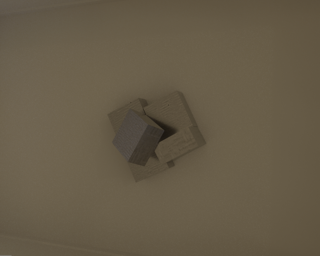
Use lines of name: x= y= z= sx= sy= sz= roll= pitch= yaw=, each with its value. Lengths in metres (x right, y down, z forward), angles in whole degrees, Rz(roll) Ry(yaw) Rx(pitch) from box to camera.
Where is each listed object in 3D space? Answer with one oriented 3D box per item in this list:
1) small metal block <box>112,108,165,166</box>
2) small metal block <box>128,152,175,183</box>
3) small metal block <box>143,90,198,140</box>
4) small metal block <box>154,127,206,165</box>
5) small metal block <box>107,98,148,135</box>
small metal block: x=-0.028 y=0.011 z=0.378 sx=0.050 sy=0.025 sz=0.050 roll=40 pitch=105 yaw=50
small metal block: x=-0.016 y=0.039 z=0.414 sx=0.050 sy=0.025 sz=0.050 roll=-26 pitch=82 yaw=17
small metal block: x=0.014 y=-0.014 z=0.403 sx=0.050 sy=0.025 sz=0.050 roll=-26 pitch=82 yaw=17
small metal block: x=0.025 y=0.021 z=0.386 sx=0.050 sy=0.050 sz=0.025 roll=-29 pitch=81 yaw=16
small metal block: x=-0.036 y=-0.007 z=0.421 sx=0.050 sy=0.025 sz=0.050 roll=-26 pitch=82 yaw=17
